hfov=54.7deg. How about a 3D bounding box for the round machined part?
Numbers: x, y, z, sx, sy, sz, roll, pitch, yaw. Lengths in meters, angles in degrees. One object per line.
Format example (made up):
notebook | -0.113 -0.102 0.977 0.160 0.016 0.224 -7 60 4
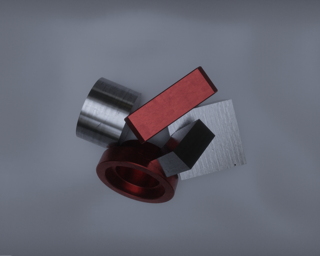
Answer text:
round machined part | -0.024 0.051 0.383 0.098 0.097 0.042 20 55 -1

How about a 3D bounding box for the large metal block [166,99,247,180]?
large metal block | 0.054 0.012 0.391 0.080 0.050 0.080 -14 95 -1

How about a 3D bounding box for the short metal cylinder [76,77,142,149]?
short metal cylinder | -0.062 -0.016 0.381 0.050 0.080 0.080 23 90 -1

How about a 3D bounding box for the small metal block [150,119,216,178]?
small metal block | 0.024 0.022 0.329 0.025 0.050 0.050 46 58 -7

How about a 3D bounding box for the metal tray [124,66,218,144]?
metal tray | 0.010 -0.023 0.357 0.090 0.130 0.030 -35 91 0
